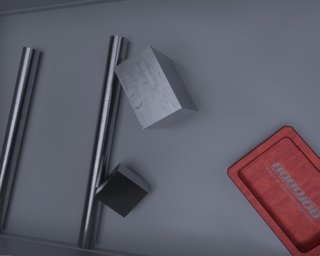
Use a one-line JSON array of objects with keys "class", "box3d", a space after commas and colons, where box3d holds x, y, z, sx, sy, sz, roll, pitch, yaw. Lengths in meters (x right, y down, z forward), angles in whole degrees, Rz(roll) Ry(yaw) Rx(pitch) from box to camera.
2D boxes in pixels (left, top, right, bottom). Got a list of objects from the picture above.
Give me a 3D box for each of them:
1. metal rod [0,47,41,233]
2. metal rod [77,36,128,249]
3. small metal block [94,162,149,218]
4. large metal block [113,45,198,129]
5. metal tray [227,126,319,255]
[{"class": "metal rod", "box3d": [-0.234, 0.022, 0.490, 0.025, 0.025, 0.298, 16, 95, 19]}, {"class": "metal rod", "box3d": [-0.081, 0.022, 0.437, 0.025, 0.025, 0.298, 11, 93, 19]}, {"class": "small metal block", "box3d": [-0.051, 0.084, 0.417, 0.050, 0.025, 0.050, 39, 104, -12]}, {"class": "large metal block", "box3d": [-0.002, -0.045, 0.381, 0.050, 0.080, 0.080, -29, 81, 17]}, {"class": "metal tray", "box3d": [0.153, 0.073, 0.353, 0.090, 0.030, 0.130, -41, 78, 15]}]
